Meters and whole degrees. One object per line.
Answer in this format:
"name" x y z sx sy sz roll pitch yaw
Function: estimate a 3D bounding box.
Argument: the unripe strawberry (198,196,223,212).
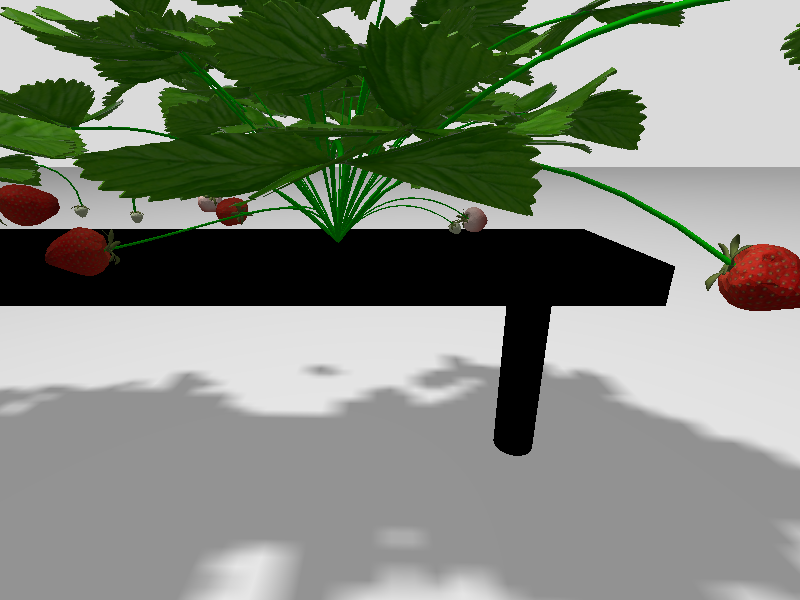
"unripe strawberry" -0.247 -0.126 0.519 0.031 0.027 0.031 -20 -6 -43

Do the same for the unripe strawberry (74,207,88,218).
"unripe strawberry" -0.386 -0.107 0.485 0.015 0.013 0.013 16 25 37

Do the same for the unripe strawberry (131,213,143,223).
"unripe strawberry" -0.265 -0.083 0.404 0.010 0.011 0.011 5 21 14

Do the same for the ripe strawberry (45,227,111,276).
"ripe strawberry" -0.203 -0.030 0.252 0.032 0.031 0.030 -14 24 -32

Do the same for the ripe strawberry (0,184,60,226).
"ripe strawberry" -0.390 -0.100 0.420 0.049 0.042 0.049 -12 23 -32

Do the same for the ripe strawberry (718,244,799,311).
"ripe strawberry" 0.173 -0.009 0.188 0.033 0.032 0.036 32 33 26

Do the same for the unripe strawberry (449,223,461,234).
"unripe strawberry" 0.053 -0.068 0.383 0.011 0.011 0.013 -41 26 0

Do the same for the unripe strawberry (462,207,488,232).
"unripe strawberry" 0.076 -0.080 0.400 0.025 0.025 0.023 4 17 -24

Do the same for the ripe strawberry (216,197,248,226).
"ripe strawberry" -0.180 -0.094 0.426 0.034 0.029 0.034 12 23 31
